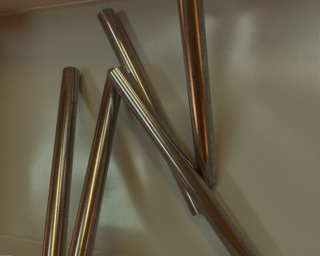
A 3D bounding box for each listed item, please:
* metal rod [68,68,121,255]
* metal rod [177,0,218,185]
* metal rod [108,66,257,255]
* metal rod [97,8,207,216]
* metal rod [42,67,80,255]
[{"bbox_3d":[-0.076,0.058,0.370,0.025,0.025,0.299,-3,64,19],"label":"metal rod"},{"bbox_3d":[0.038,-0.069,0.328,0.025,0.025,0.298,0,117,20],"label":"metal rod"},{"bbox_3d":[0.029,0.050,0.374,0.025,0.025,0.299,-37,82,16],"label":"metal rod"},{"bbox_3d":[-0.012,-0.027,0.413,0.025,0.025,0.299,-28,81,17],"label":"metal rod"},{"bbox_3d":[-0.123,0.050,0.389,0.025,0.025,0.299,-14,61,19],"label":"metal rod"}]
